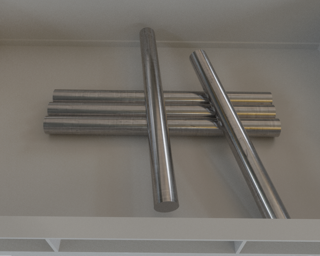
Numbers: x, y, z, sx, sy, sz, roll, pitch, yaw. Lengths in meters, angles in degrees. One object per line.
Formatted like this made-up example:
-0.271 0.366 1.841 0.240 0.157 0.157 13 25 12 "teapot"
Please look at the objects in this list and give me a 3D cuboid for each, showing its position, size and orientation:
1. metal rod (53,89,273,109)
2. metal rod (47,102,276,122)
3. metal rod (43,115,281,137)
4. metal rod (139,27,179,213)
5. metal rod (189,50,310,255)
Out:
0.004 -0.040 0.437 0.302 0.025 0.025 1 50 0 "metal rod"
0.002 -0.021 0.421 0.302 0.025 0.025 1 50 0 "metal rod"
0.003 -0.002 0.405 0.302 0.025 0.025 1 50 0 "metal rod"
-0.007 -0.036 0.401 0.025 0.025 0.300 -4 50 -4 "metal rod"
0.094 0.019 0.363 0.025 0.025 0.299 -12 58 -10 "metal rod"
